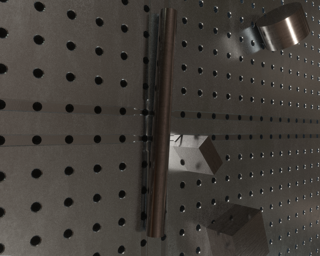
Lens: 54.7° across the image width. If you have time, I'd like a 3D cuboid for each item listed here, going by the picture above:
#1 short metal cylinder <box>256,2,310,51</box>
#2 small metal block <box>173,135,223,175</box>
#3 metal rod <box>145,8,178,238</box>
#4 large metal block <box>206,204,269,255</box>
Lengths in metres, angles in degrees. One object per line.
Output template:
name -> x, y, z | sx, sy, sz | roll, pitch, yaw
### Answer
short metal cylinder -> 0.223, -0.184, 0.564 | 0.080, 0.080, 0.050 | -49, 119, -29
small metal block -> 0.054, 0.038, 0.440 | 0.025, 0.050, 0.050 | -47, 118, -30
metal rod -> 0.002, -0.009, 0.412 | 0.025, 0.025, 0.298 | 6, 86, -40
large metal block -> 0.128, 0.183, 0.504 | 0.081, 0.050, 0.080 | -24, 105, -38
